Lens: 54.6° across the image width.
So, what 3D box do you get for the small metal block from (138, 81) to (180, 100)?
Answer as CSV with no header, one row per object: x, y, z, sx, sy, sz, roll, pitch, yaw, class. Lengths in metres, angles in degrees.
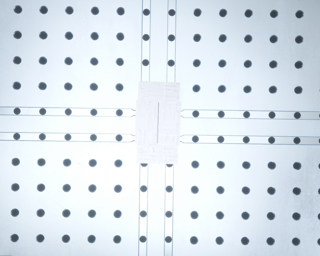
-0.001,-0.044,0.400,0.050,0.050,0.025,2,90,0,small metal block

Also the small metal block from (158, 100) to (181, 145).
0.011,-0.006,0.376,0.025,0.050,0.050,2,90,1,small metal block

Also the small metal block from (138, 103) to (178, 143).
-0.003,-0.007,0.413,0.050,0.025,0.050,2,90,1,small metal block

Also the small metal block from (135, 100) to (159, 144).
-0.015,-0.007,0.375,0.025,0.050,0.050,2,90,0,small metal block

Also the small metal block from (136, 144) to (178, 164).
-0.003,0.031,0.400,0.050,0.050,0.025,2,90,0,small metal block
